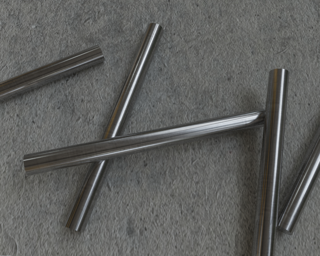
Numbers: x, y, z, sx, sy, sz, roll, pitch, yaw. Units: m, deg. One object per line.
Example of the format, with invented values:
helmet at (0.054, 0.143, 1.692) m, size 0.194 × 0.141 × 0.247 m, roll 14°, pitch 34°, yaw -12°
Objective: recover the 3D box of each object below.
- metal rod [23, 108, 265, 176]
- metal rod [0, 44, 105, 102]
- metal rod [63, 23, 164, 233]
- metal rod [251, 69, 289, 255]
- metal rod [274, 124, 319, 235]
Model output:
metal rod at (-0.006, 0.014, 0.383) m, size 0.302 × 0.025 × 0.025 m, roll -11°, pitch 70°, yaw -12°
metal rod at (-0.221, -0.048, 0.424) m, size 0.302 × 0.025 × 0.025 m, roll -24°, pitch 72°, yaw -9°
metal rod at (-0.054, -0.015, 0.412) m, size 0.025 × 0.025 × 0.300 m, roll 18°, pitch 71°, yaw 6°
metal rod at (0.130, 0.070, 0.368) m, size 0.025 × 0.025 × 0.299 m, roll 10°, pitch 76°, yaw 3°
metal rod at (0.224, 0.001, 0.409) m, size 0.025 × 0.025 × 0.300 m, roll 31°, pitch 73°, yaw 10°
